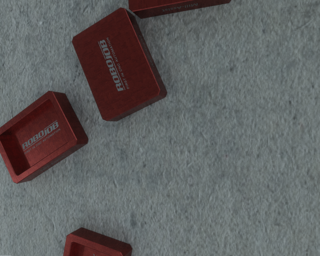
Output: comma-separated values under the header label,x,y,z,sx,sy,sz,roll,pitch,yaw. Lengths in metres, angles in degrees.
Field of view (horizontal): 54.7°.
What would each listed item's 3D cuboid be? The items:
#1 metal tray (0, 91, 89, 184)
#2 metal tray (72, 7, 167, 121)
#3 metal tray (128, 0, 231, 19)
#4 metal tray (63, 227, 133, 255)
label,x,y,z,sx,sy,sz,roll,pitch,yaw
metal tray,-0.182,0.015,0.468,0.130,0.030,0.090,-32,80,16
metal tray,-0.057,-0.084,0.425,0.090,0.030,0.129,-25,82,17
metal tray,0.023,-0.199,0.397,0.130,0.030,0.089,-3,89,19
metal tray,-0.096,0.219,0.438,0.090,0.030,0.129,12,94,19
